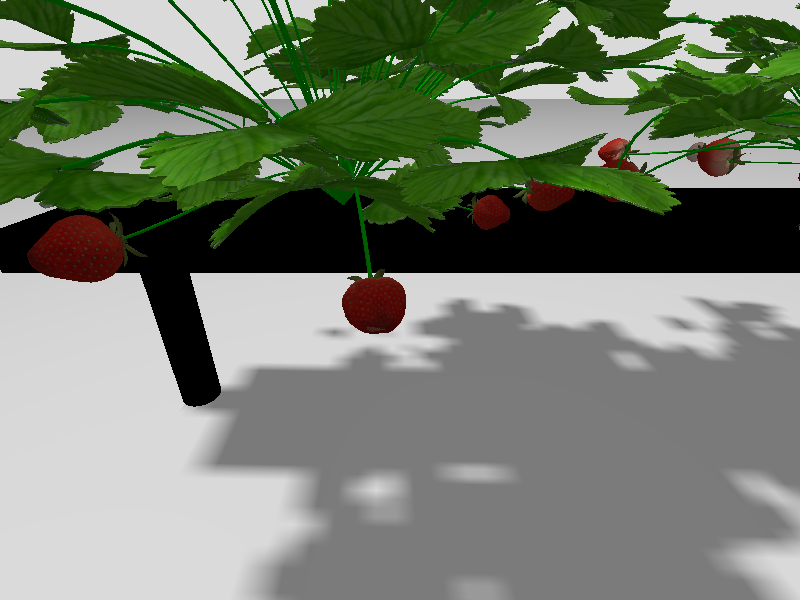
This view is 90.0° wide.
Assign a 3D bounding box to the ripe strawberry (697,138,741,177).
[{"bbox_3d":[0.366,-0.166,0.464,0.040,0.042,0.043,-7,28,-12],"label":"ripe strawberry"}]

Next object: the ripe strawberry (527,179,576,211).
[{"bbox_3d":[0.122,-0.090,0.324,0.036,0.036,0.040,4,29,6],"label":"ripe strawberry"}]

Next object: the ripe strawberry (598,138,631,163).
[{"bbox_3d":[0.271,-0.187,0.507,0.038,0.034,0.034,-18,33,-30],"label":"ripe strawberry"}]

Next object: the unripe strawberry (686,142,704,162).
[{"bbox_3d":[0.399,-0.199,0.540,0.022,0.025,0.024,0,13,0],"label":"unripe strawberry"}]

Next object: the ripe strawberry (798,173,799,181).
[{"bbox_3d":[0.424,-0.130,0.410,0.023,0.026,0.025,9,29,15],"label":"ripe strawberry"}]

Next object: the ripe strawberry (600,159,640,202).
[{"bbox_3d":[0.185,-0.104,0.350,0.037,0.036,0.040,0,28,2],"label":"ripe strawberry"}]

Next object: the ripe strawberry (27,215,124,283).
[{"bbox_3d":[-0.166,-0.025,0.206,0.038,0.033,0.038,20,34,32],"label":"ripe strawberry"}]

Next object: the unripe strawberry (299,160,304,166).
[{"bbox_3d":[-0.093,-0.147,0.435,0.035,0.032,0.032,-11,30,-20],"label":"unripe strawberry"}]

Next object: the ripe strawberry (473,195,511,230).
[{"bbox_3d":[0.065,-0.061,0.283,0.025,0.024,0.027,17,33,27],"label":"ripe strawberry"}]

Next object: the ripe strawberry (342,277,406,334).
[{"bbox_3d":[-0.010,0.003,0.164,0.027,0.024,0.024,-5,43,-10],"label":"ripe strawberry"}]
